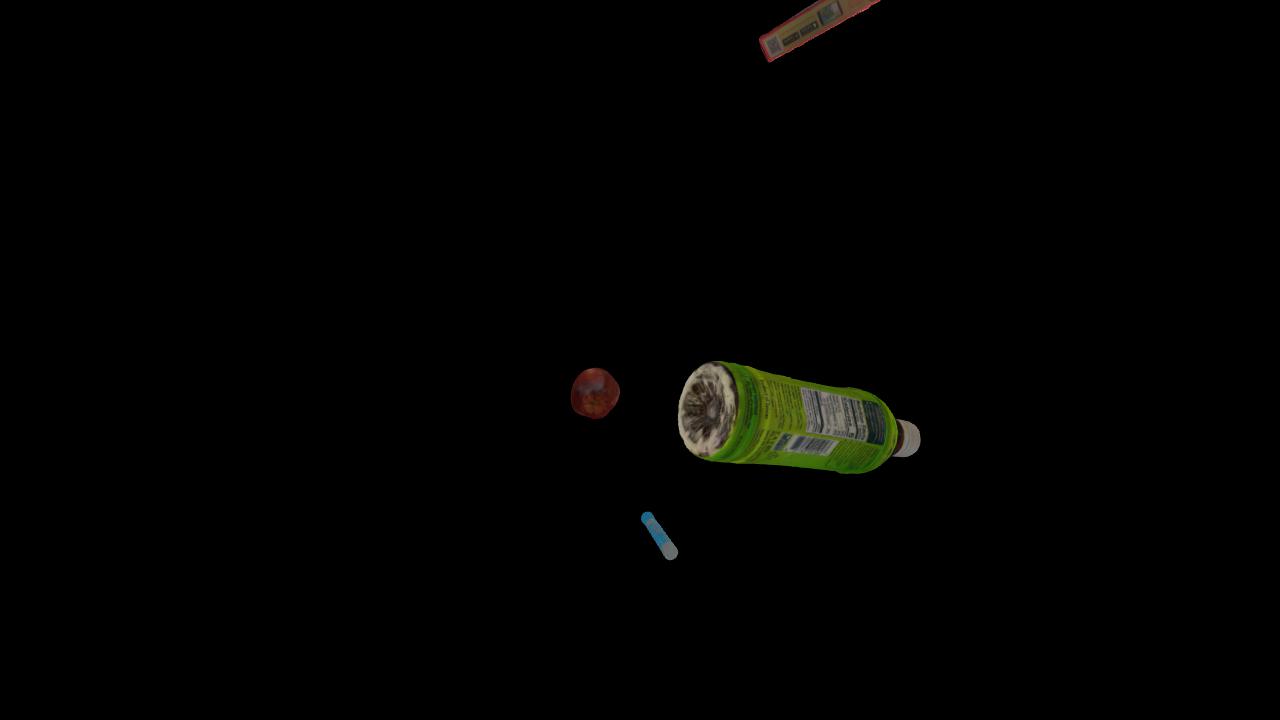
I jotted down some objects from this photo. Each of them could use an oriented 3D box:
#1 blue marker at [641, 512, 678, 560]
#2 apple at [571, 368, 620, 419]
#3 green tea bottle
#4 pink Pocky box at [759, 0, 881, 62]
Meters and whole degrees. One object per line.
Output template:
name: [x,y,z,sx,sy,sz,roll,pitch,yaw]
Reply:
blue marker: [0.024,0.235,0.832,0.020,0.020,0.121,0,9,-15]
apple: [-0.071,0.053,0.958,0.079,0.079,0.093,0,20,-4]
green tea bottle: [0.132,0.050,0.464,0.212,0.073,0.073,12,-6,-28]
pink Pocky box: [0.197,-0.347,0.599,0.084,0.029,0.155,-41,21,-24]
